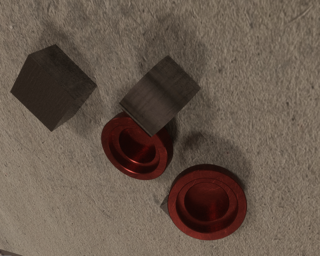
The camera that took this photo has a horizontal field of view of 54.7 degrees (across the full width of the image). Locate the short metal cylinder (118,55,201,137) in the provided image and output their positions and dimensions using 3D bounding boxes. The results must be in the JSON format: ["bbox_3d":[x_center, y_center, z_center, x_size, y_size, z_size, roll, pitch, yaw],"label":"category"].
[{"bbox_3d":[-0.001,-0.035,0.349,0.050,0.080,0.080,45,129,-3],"label":"short metal cylinder"}]

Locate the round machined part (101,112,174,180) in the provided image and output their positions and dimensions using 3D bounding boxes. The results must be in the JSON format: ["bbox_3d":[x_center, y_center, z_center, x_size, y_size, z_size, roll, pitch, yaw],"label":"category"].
[{"bbox_3d":[-0.027,0.019,0.420,0.098,0.042,0.097,13,124,20],"label":"round machined part"}]

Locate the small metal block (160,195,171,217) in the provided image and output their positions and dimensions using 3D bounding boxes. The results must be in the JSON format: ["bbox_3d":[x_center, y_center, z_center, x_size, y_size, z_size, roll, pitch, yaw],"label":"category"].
[{"bbox_3d":[0.037,0.118,0.459,0.050,0.025,0.050,47,129,-5],"label":"small metal block"}]

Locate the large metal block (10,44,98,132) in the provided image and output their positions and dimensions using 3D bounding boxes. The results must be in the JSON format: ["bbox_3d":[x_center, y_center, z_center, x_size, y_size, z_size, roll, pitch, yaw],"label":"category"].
[{"bbox_3d":[-0.149,-0.055,0.433,0.080,0.050,0.080,46,129,-4],"label":"large metal block"}]

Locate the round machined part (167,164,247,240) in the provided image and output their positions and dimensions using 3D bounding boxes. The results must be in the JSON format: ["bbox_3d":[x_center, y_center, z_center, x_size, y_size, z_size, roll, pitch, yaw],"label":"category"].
[{"bbox_3d":[0.061,0.092,0.405,0.099,0.042,0.097,2,104,7],"label":"round machined part"}]
